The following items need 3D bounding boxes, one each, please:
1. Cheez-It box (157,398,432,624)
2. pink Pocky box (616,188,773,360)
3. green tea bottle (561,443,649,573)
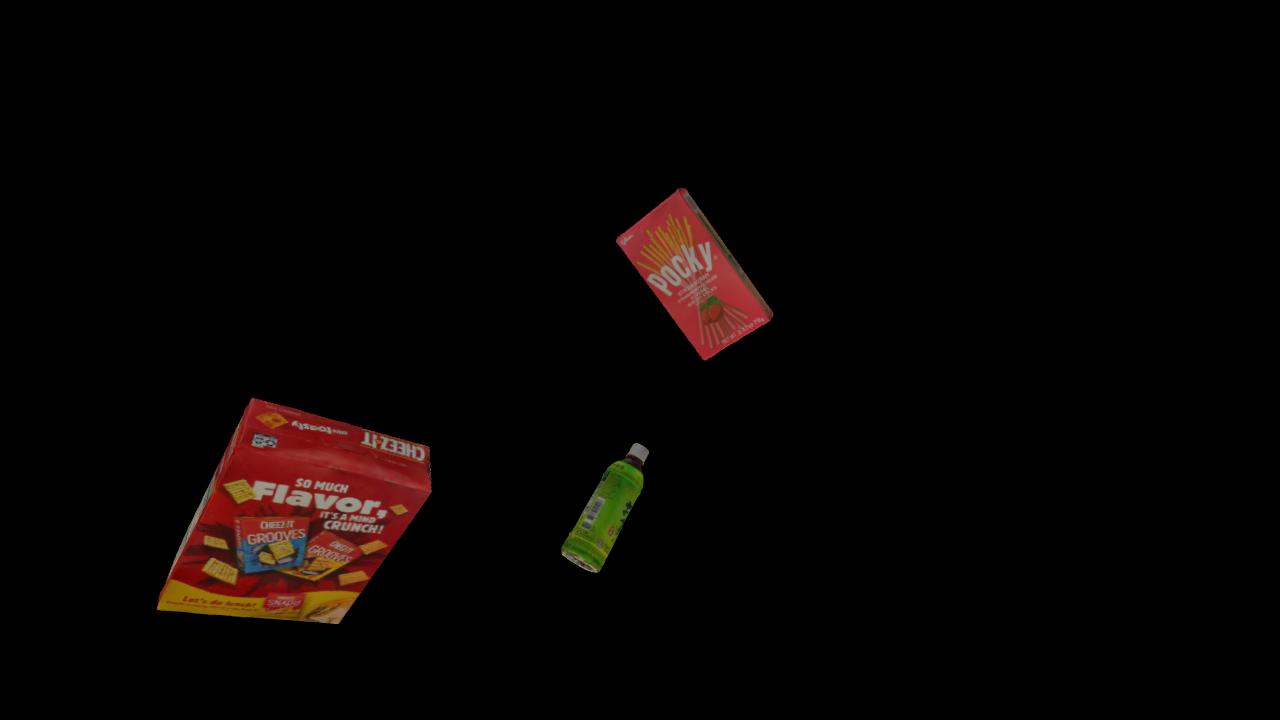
[{"bbox_3d":[-0.326,0.156,0.589,0.166,0.223,0.071,23,26,-33],"label":"Cheez-It box"},{"bbox_3d":[0.054,-0.083,0.611,0.084,0.155,0.029,-33,8,28],"label":"pink Pocky box"},{"bbox_3d":[-0.046,0.228,0.982,0.073,0.212,0.073,24,-26,13],"label":"green tea bottle"}]
